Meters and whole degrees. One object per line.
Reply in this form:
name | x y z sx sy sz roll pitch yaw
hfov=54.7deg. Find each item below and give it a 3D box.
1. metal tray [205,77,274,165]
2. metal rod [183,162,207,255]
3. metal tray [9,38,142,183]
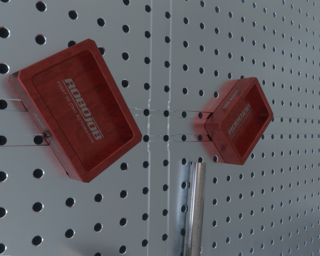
metal tray | 0.138 -0.013 0.521 0.130 0.030 0.090 -49 119 -29
metal rod | 0.045 0.199 0.447 0.025 0.025 0.298 8 85 -40
metal tray | -0.084 -0.018 0.335 0.091 0.030 0.129 -39 114 -33
